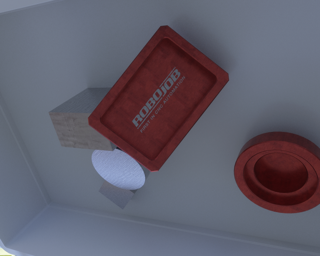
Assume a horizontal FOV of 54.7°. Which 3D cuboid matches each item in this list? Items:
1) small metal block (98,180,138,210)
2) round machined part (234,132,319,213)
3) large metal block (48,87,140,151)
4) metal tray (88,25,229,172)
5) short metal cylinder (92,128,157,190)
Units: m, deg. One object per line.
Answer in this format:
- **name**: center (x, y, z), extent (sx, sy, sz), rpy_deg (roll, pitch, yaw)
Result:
- **small metal block**: center (-0.065, 0.096, 0.501), extent (0.050, 0.025, 0.050), rpy_deg (36, 129, 3)
- **round machined part**: center (0.138, 0.046, 0.353), extent (0.098, 0.042, 0.097), rpy_deg (13, 124, 20)
- **large metal block**: center (-0.080, -0.015, 0.404), extent (0.080, 0.080, 0.050), rpy_deg (3, 119, 26)
- **metal tray**: center (-0.001, -0.030, 0.332), extent (0.090, 0.030, 0.130), rpy_deg (38, 89, -4)
- **short metal cylinder**: center (-0.047, 0.041, 0.434), extent (0.080, 0.050, 0.079), rpy_deg (15, 133, 17)
